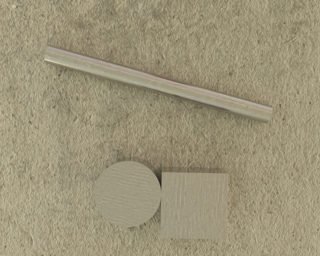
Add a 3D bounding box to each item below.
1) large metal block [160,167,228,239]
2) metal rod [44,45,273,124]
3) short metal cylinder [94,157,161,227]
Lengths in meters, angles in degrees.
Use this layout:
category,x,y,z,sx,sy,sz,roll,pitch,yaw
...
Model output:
category,x,y,z,sx,sy,sz,roll,pitch,yaw
large metal block,0.041,0.094,0.398,0.081,0.050,0.079,1,90,-1
metal rod,-0.001,-0.057,0.409,0.302,0.025,0.025,15,90,-1
short metal cylinder,-0.039,0.079,0.397,0.081,0.050,0.079,0,90,0
